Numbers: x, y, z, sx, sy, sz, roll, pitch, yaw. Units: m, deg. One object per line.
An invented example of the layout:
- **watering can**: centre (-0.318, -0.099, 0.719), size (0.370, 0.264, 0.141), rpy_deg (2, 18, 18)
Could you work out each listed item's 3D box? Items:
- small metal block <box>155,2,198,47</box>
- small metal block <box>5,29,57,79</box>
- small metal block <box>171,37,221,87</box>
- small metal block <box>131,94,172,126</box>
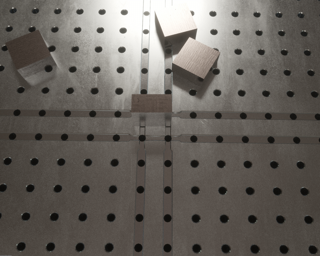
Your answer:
- **small metal block**: centre (0.023, -0.157, 0.469), size (0.050, 0.025, 0.050), rpy_deg (-16, 71, -6)
- **small metal block**: centre (-0.186, -0.107, 0.449), size (0.050, 0.025, 0.050), rpy_deg (-26, 72, -10)
- **small metal block**: centre (0.051, -0.095, 0.447), size (0.050, 0.025, 0.050), rpy_deg (29, 72, 10)
- **small metal block**: centre (-0.010, -0.022, 0.407), size (0.050, 0.050, 0.025), rpy_deg (0, 70, -1)
